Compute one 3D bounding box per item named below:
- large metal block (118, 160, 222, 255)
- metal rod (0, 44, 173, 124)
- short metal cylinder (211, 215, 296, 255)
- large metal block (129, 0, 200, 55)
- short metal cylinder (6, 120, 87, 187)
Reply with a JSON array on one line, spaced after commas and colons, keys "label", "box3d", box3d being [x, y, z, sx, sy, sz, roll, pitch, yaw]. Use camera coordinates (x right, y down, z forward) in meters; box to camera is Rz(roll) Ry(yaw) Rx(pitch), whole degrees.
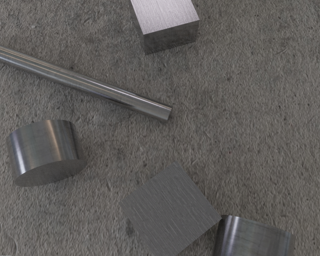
[{"label": "large metal block", "box3d": [0.011, 0.098, 0.358, 0.080, 0.050, 0.080, -35, 73, -11]}, {"label": "metal rod", "box3d": [-0.127, -0.069, 0.432, 0.301, 0.025, 0.025, 20, 71, 7]}, {"label": "short metal cylinder", "box3d": [0.099, 0.131, 0.332, 0.080, 0.080, 0.050, 17, 71, 6]}, {"label": "large metal block", "box3d": [0.004, -0.164, 0.455, 0.080, 0.050, 0.080, -17, 71, -6]}, {"label": "short metal cylinder", "box3d": [-0.134, 0.031, 0.367, 0.080, 0.080, 0.050, -19, 71, -7]}]
